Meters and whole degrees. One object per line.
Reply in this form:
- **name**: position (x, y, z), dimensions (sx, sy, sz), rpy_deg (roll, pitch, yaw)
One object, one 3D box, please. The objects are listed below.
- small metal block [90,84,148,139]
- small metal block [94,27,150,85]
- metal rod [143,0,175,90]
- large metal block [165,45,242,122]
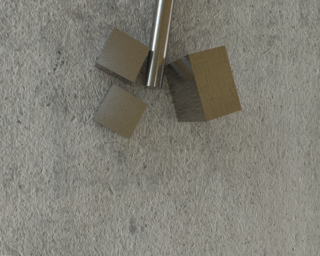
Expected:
- **small metal block**: position (-0.051, -0.020, 0.391), dimensions (0.050, 0.025, 0.050), rpy_deg (30, 80, -18)
- **small metal block**: position (-0.048, -0.090, 0.392), dimensions (0.050, 0.025, 0.050), rpy_deg (27, 81, -18)
- **metal rod**: position (0.011, -0.200, 0.413), dimensions (0.025, 0.025, 0.298), rpy_deg (9, 87, -20)
- **large metal block**: position (0.052, -0.053, 0.400), dimensions (0.050, 0.080, 0.080), rpy_deg (-18, 97, -19)
